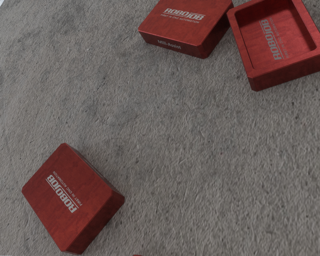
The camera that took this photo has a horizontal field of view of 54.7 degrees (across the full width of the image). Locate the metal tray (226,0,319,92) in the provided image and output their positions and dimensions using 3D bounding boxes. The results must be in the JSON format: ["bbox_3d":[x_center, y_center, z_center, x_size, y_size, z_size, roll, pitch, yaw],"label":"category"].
[{"bbox_3d":[0.145,-0.117,0.396,0.090,0.030,0.130,-18,55,17],"label":"metal tray"}]

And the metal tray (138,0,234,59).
[{"bbox_3d":[0.039,-0.164,0.480,0.130,0.030,0.090,27,76,37],"label":"metal tray"}]

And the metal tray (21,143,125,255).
[{"bbox_3d":[-0.118,0.088,0.409,0.130,0.030,0.090,34,80,38],"label":"metal tray"}]
